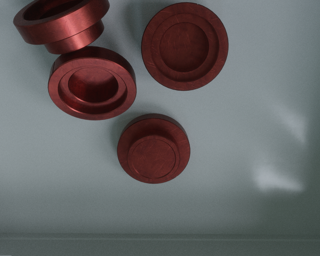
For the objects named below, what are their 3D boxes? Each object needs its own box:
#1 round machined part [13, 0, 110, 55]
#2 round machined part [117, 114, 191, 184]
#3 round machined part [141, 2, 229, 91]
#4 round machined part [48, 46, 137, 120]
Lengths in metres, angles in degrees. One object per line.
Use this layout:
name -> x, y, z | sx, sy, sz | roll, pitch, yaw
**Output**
round machined part -> -0.100, -0.115, 0.333 | 0.098, 0.098, 0.042 | -16, 131, 5
round machined part -> -0.008, 0.033, 0.414 | 0.099, 0.042, 0.097 | 0, 110, -1
round machined part -> 0.028, -0.096, 0.367 | 0.099, 0.042, 0.097 | 0, 110, -1
round machined part -> -0.078, -0.056, 0.366 | 0.099, 0.042, 0.097 | -5, 140, -4
